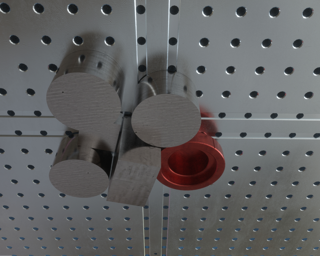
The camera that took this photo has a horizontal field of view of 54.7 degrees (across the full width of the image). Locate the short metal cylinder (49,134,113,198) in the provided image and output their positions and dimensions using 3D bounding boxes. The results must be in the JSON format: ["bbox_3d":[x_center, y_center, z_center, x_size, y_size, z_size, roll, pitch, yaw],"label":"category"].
[{"bbox_3d":[-0.110,0.054,0.440,0.081,0.050,0.079,0,130,0],"label":"short metal cylinder"}]

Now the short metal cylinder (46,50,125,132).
[{"bbox_3d":[-0.083,-0.042,0.358,0.081,0.050,0.079,0,130,0],"label":"short metal cylinder"}]

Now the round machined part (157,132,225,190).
[{"bbox_3d":[0.039,0.041,0.435,0.099,0.042,0.097,0,130,0],"label":"round machined part"}]

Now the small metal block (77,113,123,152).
[{"bbox_3d":[-0.080,0.002,0.412,0.050,0.025,0.050,11,129,-10],"label":"small metal block"}]

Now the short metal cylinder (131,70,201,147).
[{"bbox_3d":[0.007,-0.022,0.376,0.081,0.050,0.079,0,130,0],"label":"short metal cylinder"}]

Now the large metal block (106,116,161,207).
[{"bbox_3d":[-0.034,0.044,0.408,0.050,0.080,0.079,12,129,-10],"label":"large metal block"}]
